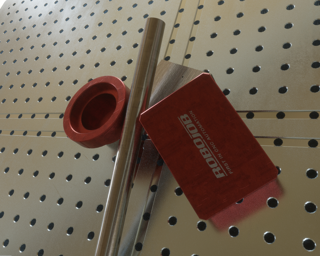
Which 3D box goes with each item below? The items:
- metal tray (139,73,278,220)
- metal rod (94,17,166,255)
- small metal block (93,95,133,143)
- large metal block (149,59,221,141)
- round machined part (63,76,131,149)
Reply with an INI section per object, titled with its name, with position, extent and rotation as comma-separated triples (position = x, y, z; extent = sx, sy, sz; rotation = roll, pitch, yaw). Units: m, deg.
[metal tray]
position = 0.049, 0.018, 0.331
extent = 0.090, 0.030, 0.130
rotation = -34, 76, 6
[metal rod]
position = -0.034, 0.015, 0.362
extent = 0.025, 0.025, 0.299
rotation = 6, 80, 31
[small metal block]
position = -0.069, -0.013, 0.449
extent = 0.050, 0.025, 0.050
rotation = -20, 54, 16
[large metal block]
position = 0.020, -0.033, 0.398
extent = 0.080, 0.050, 0.080
rotation = 25, 75, 36
[round machined part]
position = -0.075, -0.017, 0.407
extent = 0.098, 0.042, 0.098
rotation = -15, 55, 23
